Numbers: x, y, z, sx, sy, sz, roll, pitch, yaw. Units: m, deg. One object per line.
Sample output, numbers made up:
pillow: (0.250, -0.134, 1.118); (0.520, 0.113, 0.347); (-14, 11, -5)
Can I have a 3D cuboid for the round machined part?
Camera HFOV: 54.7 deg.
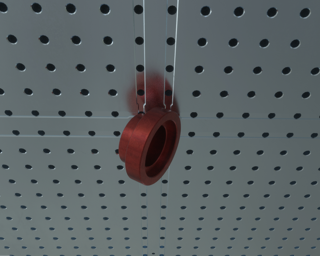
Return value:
round machined part: (-0.015, 0.020, 0.392); (0.042, 0.098, 0.097); (20, 135, 25)
